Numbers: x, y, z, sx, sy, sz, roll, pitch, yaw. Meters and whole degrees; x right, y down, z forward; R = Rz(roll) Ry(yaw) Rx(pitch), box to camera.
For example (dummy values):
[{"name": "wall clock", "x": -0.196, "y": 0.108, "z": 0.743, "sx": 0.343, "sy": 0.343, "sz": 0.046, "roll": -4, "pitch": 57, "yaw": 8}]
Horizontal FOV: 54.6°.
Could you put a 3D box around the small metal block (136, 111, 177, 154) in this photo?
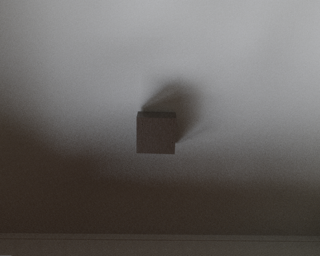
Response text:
[{"name": "small metal block", "x": -0.005, "y": 0.006, "z": 0.409, "sx": 0.050, "sy": 0.025, "sz": 0.050, "roll": 2, "pitch": 110, "yaw": -1}]
